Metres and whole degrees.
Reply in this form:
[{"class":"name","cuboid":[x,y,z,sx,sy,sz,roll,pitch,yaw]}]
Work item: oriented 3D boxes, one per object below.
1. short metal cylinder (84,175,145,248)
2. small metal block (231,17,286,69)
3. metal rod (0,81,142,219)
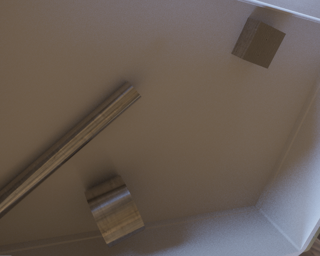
[{"class":"short metal cylinder","cuboid":[-0.060,0.109,0.409,0.050,0.080,0.080,-25,128,-14]},{"class":"small metal block","cuboid":[0.131,-0.112,0.413,0.050,0.025,0.050,10,114,-33]},{"class":"metal rod","cuboid":[-0.143,0.052,0.363,0.300,0.025,0.025,-41,130,-1]}]
